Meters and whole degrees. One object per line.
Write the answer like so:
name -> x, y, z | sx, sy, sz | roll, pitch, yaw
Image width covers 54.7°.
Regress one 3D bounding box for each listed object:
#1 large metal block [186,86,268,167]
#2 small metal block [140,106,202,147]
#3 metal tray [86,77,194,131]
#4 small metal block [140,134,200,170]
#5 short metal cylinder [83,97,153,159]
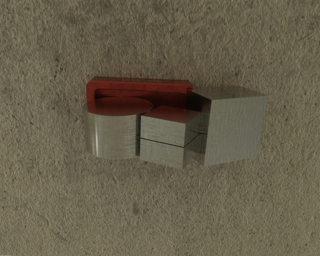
large metal block -> 0.078, -0.005, 0.381 | 0.081, 0.050, 0.079 | -7, 113, -26
small metal block -> 0.013, -0.004, 0.341 | 0.050, 0.050, 0.025 | 11, 111, 23
metal tray -> -0.025, -0.017, 0.401 | 0.131, 0.030, 0.089 | 2, 110, -1
small metal block -> 0.012, 0.021, 0.349 | 0.050, 0.050, 0.025 | 11, 111, 23
short metal cylinder -> -0.048, -0.003, 0.366 | 0.081, 0.080, 0.050 | 1, 110, -1
